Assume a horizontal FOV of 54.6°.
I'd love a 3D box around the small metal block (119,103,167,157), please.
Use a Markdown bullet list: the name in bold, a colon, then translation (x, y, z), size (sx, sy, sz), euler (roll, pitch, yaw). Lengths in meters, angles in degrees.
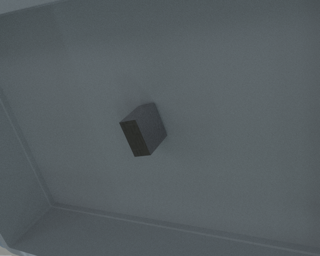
- **small metal block**: translation (-0.020, 0.002, 0.400), size (0.025, 0.050, 0.050), euler (-9, 113, 32)
